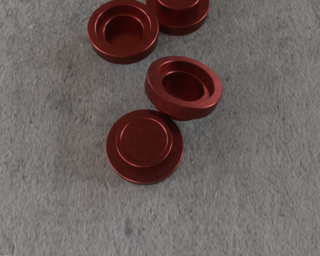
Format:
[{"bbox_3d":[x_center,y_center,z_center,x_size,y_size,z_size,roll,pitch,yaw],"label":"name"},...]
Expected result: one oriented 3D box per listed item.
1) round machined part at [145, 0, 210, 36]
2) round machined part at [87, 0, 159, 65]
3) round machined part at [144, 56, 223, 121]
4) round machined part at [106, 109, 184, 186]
[{"bbox_3d":[0.027,-0.193,0.470,0.099,0.042,0.098,0,70,-1],"label":"round machined part"},{"bbox_3d":[-0.051,-0.133,0.447,0.099,0.042,0.098,0,70,-1],"label":"round machined part"},{"bbox_3d":[0.028,-0.047,0.405,0.099,0.042,0.098,8,49,-9],"label":"round machined part"},{"bbox_3d":[-0.019,0.021,0.391,0.099,0.042,0.098,0,70,-1],"label":"round machined part"}]
